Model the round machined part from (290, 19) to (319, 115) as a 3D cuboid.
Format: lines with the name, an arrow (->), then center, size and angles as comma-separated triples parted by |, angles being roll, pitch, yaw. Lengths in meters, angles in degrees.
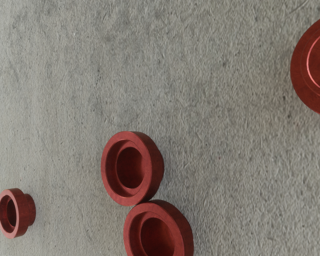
round machined part -> 0.160, -0.055, 0.261 | 0.098, 0.042, 0.097 | 0, 90, 40

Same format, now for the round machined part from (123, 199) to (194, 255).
round machined part -> 0.003, 0.139, 0.392 | 0.098, 0.042, 0.097 | 0, 90, 40

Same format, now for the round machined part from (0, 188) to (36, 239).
round machined part -> -0.291, 0.172, 0.635 | 0.098, 0.042, 0.097 | 0, 90, 40

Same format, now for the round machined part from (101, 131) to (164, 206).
round machined part -> -0.033, 0.053, 0.420 | 0.098, 0.042, 0.097 | -2, 86, 41
